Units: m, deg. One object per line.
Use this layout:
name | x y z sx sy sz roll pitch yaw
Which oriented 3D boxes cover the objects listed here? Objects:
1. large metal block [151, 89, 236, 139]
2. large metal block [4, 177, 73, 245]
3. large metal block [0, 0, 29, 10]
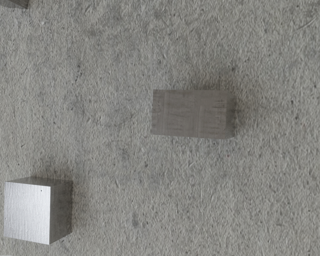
large metal block | 0.043 -0.016 0.364 0.080 0.080 0.050 3 91 20
large metal block | -0.179 0.118 0.459 0.080 0.050 0.080 2 91 20
large metal block | -0.242 -0.234 0.465 0.050 0.080 0.080 13 95 19
